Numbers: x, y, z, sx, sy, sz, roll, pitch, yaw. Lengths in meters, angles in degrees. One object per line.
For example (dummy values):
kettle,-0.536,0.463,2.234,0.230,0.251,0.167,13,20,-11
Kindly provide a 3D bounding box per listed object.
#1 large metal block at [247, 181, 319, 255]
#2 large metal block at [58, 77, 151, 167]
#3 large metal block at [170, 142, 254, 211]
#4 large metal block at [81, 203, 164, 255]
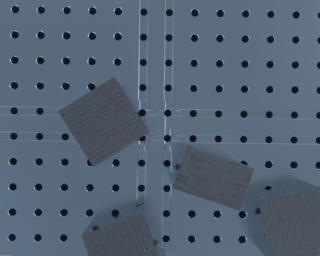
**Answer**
large metal block,0.168,0.121,0.403,0.080,0.050,0.080,-12,90,-1
large metal block,-0.068,-0.008,0.400,0.080,0.050,0.080,-32,90,0
large metal block,0.059,0.056,0.387,0.080,0.080,0.050,19,90,-1
large metal block,-0.044,0.154,0.400,0.080,0.050,0.080,-19,90,-1
